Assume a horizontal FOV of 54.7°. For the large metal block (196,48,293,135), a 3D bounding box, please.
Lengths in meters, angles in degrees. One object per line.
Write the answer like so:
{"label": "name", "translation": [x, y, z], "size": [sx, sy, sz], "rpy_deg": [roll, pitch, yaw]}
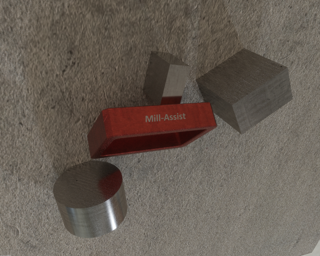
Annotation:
{"label": "large metal block", "translation": [0.107, -0.050, 0.399], "size": [0.080, 0.080, 0.050], "rpy_deg": [-34, 129, -6]}

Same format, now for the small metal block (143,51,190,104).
{"label": "small metal block", "translation": [0.006, -0.057, 0.359], "size": [0.025, 0.050, 0.050], "rpy_deg": [0, 119, -28]}

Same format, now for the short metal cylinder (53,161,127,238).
{"label": "short metal cylinder", "translation": [-0.083, 0.085, 0.379], "size": [0.081, 0.080, 0.050], "rpy_deg": [-17, 125, -19]}

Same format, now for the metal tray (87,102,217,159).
{"label": "metal tray", "translation": [-0.011, 0.004, 0.365], "size": [0.131, 0.030, 0.090], "rpy_deg": [-6, 163, -26]}
